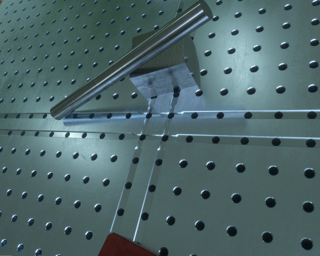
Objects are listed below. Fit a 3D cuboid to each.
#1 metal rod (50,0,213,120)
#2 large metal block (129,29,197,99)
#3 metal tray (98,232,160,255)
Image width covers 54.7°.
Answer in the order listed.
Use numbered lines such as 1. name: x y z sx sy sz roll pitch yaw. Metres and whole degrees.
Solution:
1. metal rod: -0.059 -0.078 0.427 0.299 0.025 0.025 -26 51 35
2. large metal block: 0.006 -0.098 0.448 0.080 0.050 0.080 -13 57 21
3. metal tray: -0.040 0.185 0.311 0.090 0.030 0.130 14 69 33
